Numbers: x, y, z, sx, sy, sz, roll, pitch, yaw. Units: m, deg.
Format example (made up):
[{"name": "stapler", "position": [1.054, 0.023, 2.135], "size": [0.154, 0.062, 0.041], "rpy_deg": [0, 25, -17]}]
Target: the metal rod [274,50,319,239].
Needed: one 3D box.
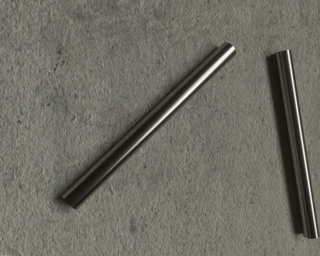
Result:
[{"name": "metal rod", "position": [0.218, 0.028, 0.491], "size": [0.025, 0.025, 0.298], "rpy_deg": [-12, 94, -20]}]

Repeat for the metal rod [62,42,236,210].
[{"name": "metal rod", "position": [-0.004, -0.012, 0.408], "size": [0.301, 0.025, 0.025], "rpy_deg": [-44, 104, -15]}]
